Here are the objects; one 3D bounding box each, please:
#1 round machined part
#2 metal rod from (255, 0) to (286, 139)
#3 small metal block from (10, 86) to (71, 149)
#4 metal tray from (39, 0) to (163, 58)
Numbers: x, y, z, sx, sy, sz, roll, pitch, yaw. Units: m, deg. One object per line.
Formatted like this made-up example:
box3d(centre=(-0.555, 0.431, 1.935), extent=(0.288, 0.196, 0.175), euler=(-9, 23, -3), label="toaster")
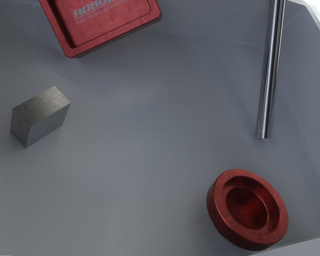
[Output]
box3d(centre=(0.102, 0.103, 0.380), extent=(0.099, 0.042, 0.098), euler=(13, 45, -13), label="round machined part")
box3d(centre=(0.179, -0.132, 0.490), extent=(0.025, 0.025, 0.298), euler=(6, 90, -26), label="metal rod")
box3d(centre=(-0.127, -0.011, 0.328), extent=(0.025, 0.050, 0.050), euler=(46, 51, 3), label="small metal block")
box3d(centre=(-0.073, -0.153, 0.385), extent=(0.030, 0.130, 0.090), euler=(-71, 138, -77), label="metal tray")
